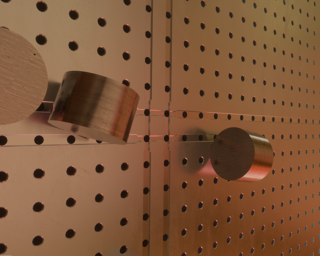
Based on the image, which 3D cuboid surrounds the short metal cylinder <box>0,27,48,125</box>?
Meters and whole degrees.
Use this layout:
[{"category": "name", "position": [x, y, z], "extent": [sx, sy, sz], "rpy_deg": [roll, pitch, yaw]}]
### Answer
[{"category": "short metal cylinder", "position": [-0.147, -0.042, 0.269], "extent": [0.081, 0.050, 0.079], "rpy_deg": [0, 90, -40]}]

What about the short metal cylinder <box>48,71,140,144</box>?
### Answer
[{"category": "short metal cylinder", "position": [-0.066, -0.018, 0.317], "extent": [0.080, 0.080, 0.050], "rpy_deg": [24, 75, -38]}]

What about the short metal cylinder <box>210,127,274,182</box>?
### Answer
[{"category": "short metal cylinder", "position": [0.125, 0.042, 0.478], "extent": [0.050, 0.080, 0.080], "rpy_deg": [13, 82, -39]}]
